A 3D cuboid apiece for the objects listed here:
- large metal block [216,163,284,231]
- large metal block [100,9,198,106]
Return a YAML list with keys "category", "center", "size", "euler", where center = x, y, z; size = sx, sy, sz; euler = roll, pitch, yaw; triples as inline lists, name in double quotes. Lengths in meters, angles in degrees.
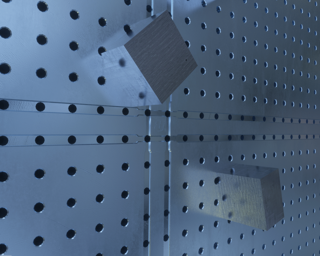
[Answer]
- category: "large metal block"
  center: [0.142, 0.105, 0.491]
  size: [0.050, 0.080, 0.080]
  euler: [-17, 101, -39]
- category: "large metal block"
  center: [-0.011, -0.084, 0.383]
  size: [0.080, 0.050, 0.080]
  euler: [-49, 119, -29]
